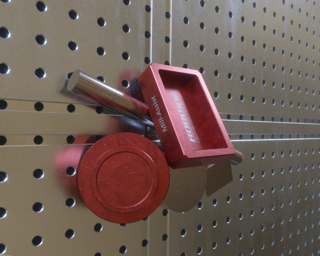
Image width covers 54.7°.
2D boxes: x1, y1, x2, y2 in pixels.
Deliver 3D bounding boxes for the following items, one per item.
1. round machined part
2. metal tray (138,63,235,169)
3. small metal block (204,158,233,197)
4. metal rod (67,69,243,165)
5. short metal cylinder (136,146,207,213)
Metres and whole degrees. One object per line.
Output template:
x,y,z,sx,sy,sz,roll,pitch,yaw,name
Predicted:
-0.038,0.053,0.332,0.099,0.042,0.097,1,86,-7,round machined part
0.033,-0.017,0.391,0.091,0.030,0.130,0,61,-41,metal tray
0.077,0.065,0.456,0.050,0.025,0.050,-29,125,-20,small metal block
0.017,-0.001,0.419,0.302,0.025,0.025,25,75,-37,metal rod
0.015,0.064,0.401,0.081,0.050,0.079,0,90,-40,short metal cylinder
